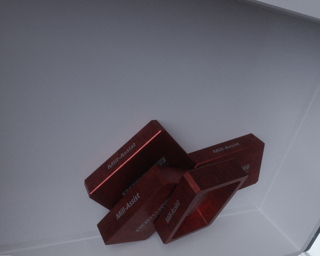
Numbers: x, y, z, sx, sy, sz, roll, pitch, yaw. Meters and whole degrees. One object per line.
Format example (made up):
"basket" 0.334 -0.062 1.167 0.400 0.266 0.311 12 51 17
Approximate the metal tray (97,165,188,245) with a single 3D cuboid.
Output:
"metal tray" -0.014 0.109 0.431 0.130 0.030 0.090 -48 144 19

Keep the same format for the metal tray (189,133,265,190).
"metal tray" 0.105 0.068 0.508 0.131 0.030 0.089 -16 125 -20

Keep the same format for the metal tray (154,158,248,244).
"metal tray" 0.053 0.102 0.425 0.091 0.030 0.129 -9 139 -34

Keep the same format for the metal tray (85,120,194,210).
"metal tray" -0.026 0.062 0.431 0.130 0.030 0.090 -42 130 0
